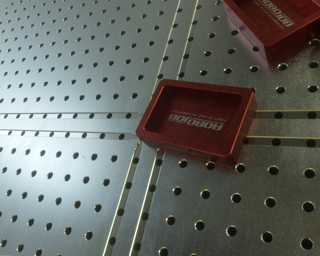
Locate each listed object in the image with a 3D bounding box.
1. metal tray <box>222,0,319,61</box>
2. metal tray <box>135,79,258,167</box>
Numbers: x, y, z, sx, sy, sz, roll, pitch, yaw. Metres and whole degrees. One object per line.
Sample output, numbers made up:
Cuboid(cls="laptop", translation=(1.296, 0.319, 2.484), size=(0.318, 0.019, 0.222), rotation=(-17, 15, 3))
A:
Cuboid(cls="metal tray", translation=(0.154, -0.160, 0.422), size=(0.090, 0.030, 0.130), rotation=(-30, 52, 8))
Cuboid(cls="metal tray", translation=(0.044, -0.012, 0.388), size=(0.130, 0.030, 0.090), rotation=(12, 68, 32))
